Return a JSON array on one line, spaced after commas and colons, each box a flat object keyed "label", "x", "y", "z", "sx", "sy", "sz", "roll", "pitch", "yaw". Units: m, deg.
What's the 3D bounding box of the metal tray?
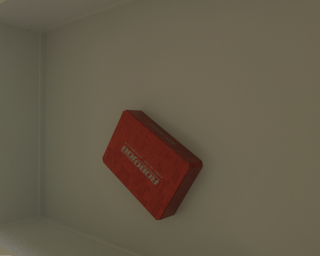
[{"label": "metal tray", "x": -0.016, "y": 0.045, "z": 0.415, "sx": 0.130, "sy": 0.030, "sz": 0.089, "roll": 40, "pitch": 114, "yaw": 32}]
